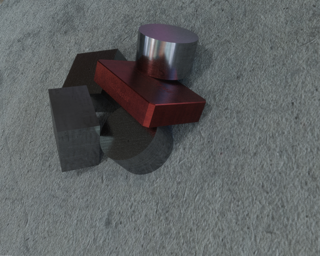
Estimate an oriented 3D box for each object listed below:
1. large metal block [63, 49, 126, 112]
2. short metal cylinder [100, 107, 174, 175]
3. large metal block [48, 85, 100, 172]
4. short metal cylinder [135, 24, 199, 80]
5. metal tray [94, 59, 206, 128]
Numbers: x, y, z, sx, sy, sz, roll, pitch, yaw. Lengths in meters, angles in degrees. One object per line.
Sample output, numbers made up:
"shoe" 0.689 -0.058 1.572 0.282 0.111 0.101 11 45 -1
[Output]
"large metal block" -0.097 -0.072 0.481 0.080 0.050 0.080 1 62 28
"short metal cylinder" -0.029 0.014 0.397 0.080 0.050 0.080 -13 56 21
"large metal block" -0.117 0.000 0.422 0.050 0.079 0.080 -10 49 -21
"short metal cylinder" 0.008 -0.106 0.425 0.081 0.050 0.080 7 33 -4
"metal tray" -0.016 -0.049 0.404 0.130 0.091 0.030 41 125 39
